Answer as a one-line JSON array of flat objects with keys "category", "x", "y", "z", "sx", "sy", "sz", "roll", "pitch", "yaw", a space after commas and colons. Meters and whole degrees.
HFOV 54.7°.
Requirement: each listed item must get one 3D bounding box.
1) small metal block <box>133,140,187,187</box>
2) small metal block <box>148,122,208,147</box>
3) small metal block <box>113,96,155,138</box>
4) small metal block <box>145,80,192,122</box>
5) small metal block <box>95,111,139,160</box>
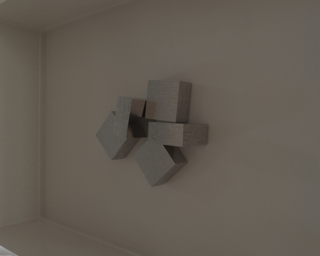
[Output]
[{"category": "small metal block", "x": -0.001, "y": 0.040, "z": 0.403, "sx": 0.050, "sy": 0.025, "sz": 0.050, "roll": -48, "pitch": 62, "yaw": 29}, {"category": "small metal block", "x": 0.022, "y": 0.007, "z": 0.368, "sx": 0.050, "sy": 0.050, "sz": 0.025, "roll": 4, "pitch": 93, "yaw": 39}, {"category": "small metal block", "x": -0.032, "y": -0.014, "z": 0.412, "sx": 0.025, "sy": 0.050, "sz": 0.050, "roll": 16, "pitch": 100, "yaw": 38}, {"category": "small metal block", "x": 0.010, "y": -0.035, "z": 0.394, "sx": 0.050, "sy": 0.025, "sz": 0.050, "roll": 8, "pitch": 95, "yaw": 39}, {"category": "small metal block", "x": -0.062, "y": 0.011, "z": 0.453, "sx": 0.050, "sy": 0.025, "sz": 0.050, "roll": -52, "pitch": 60, "yaw": 27}]
